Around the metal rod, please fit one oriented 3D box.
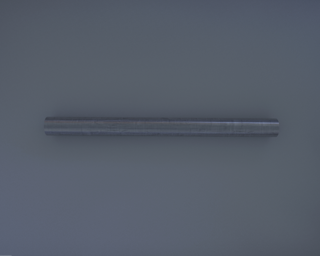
[{"bbox_3d":[0.003,-0.001,0.409,0.302,0.025,0.025,0,90,-1],"label":"metal rod"}]
